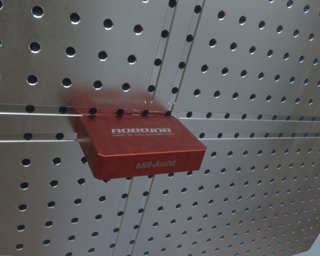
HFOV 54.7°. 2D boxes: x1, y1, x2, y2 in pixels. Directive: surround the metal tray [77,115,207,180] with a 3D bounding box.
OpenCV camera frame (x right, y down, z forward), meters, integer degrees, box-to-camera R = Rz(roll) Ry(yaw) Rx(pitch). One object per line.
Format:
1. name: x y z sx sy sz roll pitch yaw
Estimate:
1. metal tray: -0.023 0.018 0.368 0.131 0.090 0.030 -1 119 -28
